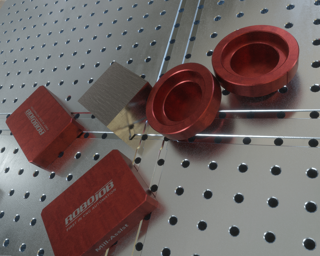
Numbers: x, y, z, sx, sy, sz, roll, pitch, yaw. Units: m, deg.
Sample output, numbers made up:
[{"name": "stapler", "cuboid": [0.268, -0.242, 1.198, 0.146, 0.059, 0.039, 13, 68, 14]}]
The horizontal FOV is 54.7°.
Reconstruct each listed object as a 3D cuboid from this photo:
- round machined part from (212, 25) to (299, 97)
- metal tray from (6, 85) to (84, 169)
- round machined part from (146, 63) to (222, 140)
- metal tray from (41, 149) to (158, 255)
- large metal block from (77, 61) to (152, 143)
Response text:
[{"name": "round machined part", "cuboid": [0.116, -0.076, 0.378, 0.098, 0.042, 0.098, -10, 54, 14]}, {"name": "metal tray", "cuboid": [-0.193, -0.005, 0.510, 0.090, 0.030, 0.130, -46, 51, -5]}, {"name": "round machined part", "cuboid": [0.033, -0.030, 0.390, 0.098, 0.042, 0.098, -19, 55, 31]}, {"name": "metal tray", "cuboid": [-0.078, 0.100, 0.385, 0.130, 0.030, 0.090, -40, 51, 0]}, {"name": "large metal block", "cuboid": [-0.057, -0.038, 0.446, 0.080, 0.050, 0.080, -49, 51, -6]}]
